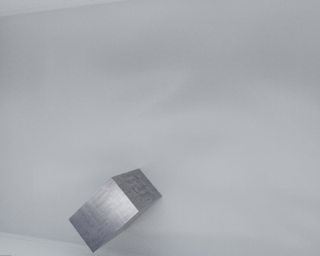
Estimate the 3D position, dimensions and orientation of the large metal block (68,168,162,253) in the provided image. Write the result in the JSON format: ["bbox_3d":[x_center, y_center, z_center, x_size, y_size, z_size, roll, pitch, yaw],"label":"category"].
[{"bbox_3d":[-0.054,0.102,0.399,0.080,0.080,0.050,-45,77,14],"label":"large metal block"}]
